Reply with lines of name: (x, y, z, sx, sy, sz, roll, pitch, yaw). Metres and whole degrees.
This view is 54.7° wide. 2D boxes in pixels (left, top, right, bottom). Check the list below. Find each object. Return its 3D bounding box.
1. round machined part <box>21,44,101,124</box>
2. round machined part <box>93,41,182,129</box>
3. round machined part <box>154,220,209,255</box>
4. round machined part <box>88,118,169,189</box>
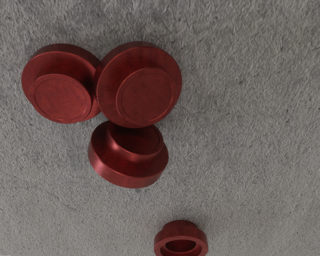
round machined part: (-0.109, -0.043, 0.358, 0.099, 0.042, 0.097, 0, 130, 0)
round machined part: (-0.020, -0.041, 0.339, 0.099, 0.042, 0.097, -12, 124, -18)
round machined part: (0.038, 0.207, 0.572, 0.099, 0.042, 0.097, 0, 130, 0)
round machined part: (-0.034, 0.022, 0.377, 0.099, 0.098, 0.042, 16, 128, -14)
